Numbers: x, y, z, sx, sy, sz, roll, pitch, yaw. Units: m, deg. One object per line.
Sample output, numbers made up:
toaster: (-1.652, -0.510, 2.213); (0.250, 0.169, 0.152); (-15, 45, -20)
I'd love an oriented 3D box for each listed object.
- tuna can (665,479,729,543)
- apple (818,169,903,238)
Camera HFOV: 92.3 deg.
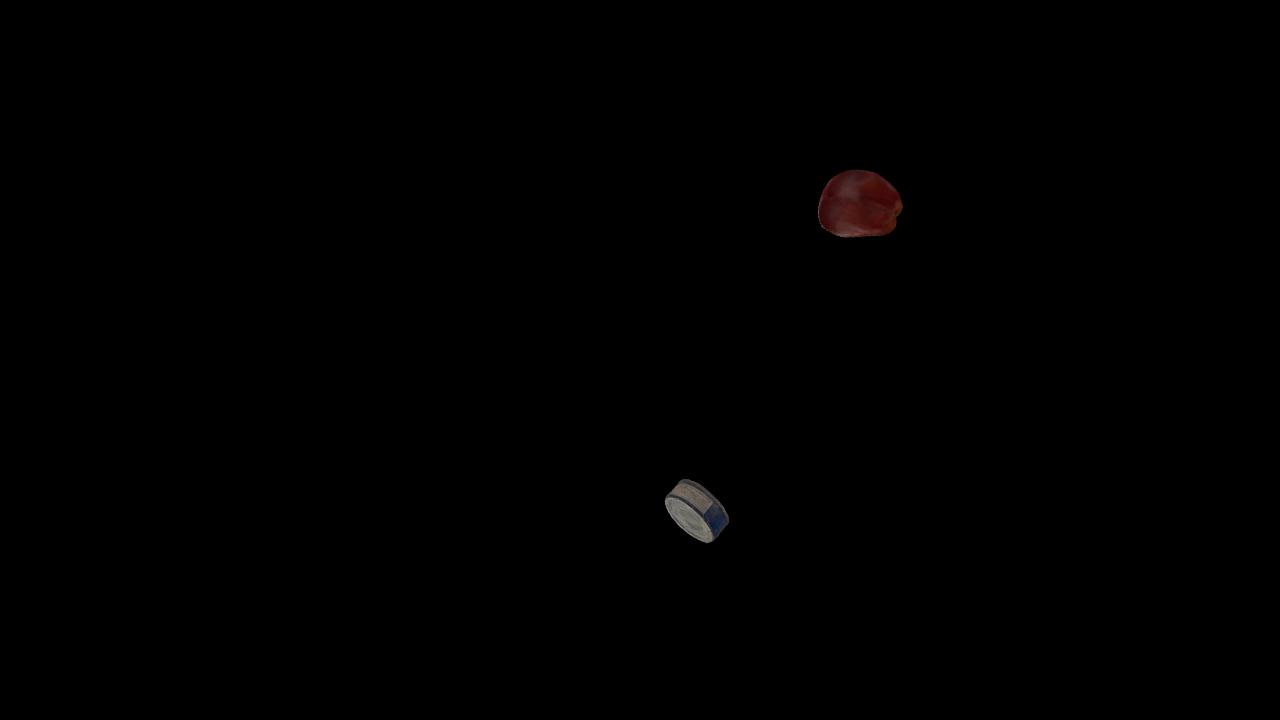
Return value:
tuna can: (0.073, 0.199, 0.805); (0.034, 0.084, 0.084); (-43, 23, -27)
apple: (0.257, -0.182, 0.725); (0.093, 0.079, 0.079); (23, 14, 35)
